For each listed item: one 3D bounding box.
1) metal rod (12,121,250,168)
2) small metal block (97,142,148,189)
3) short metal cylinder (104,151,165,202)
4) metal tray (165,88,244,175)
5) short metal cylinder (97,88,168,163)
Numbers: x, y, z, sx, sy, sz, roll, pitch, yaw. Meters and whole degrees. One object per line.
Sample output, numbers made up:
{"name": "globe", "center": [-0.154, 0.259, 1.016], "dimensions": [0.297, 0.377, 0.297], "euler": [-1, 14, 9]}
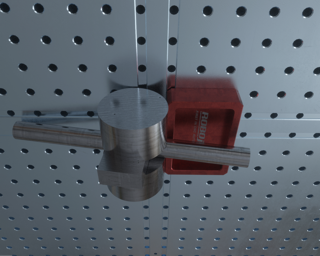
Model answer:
{"name": "metal rod", "center": [-0.040, 0.020, 0.397], "dimensions": [0.302, 0.025, 0.025], "euler": [7, 131, 6]}
{"name": "small metal block", "center": [-0.042, 0.043, 0.368], "dimensions": [0.050, 0.050, 0.025], "euler": [6, 130, 6]}
{"name": "short metal cylinder", "center": [-0.034, 0.052, 0.418], "dimensions": [0.081, 0.080, 0.050], "euler": [1, 130, -1]}
{"name": "metal tray", "center": [0.053, 0.009, 0.417], "dimensions": [0.091, 0.030, 0.129], "euler": [1, 130, -1]}
{"name": "short metal cylinder", "center": [-0.031, -0.005, 0.369], "dimensions": [0.081, 0.080, 0.050], "euler": [1, 130, -1]}
